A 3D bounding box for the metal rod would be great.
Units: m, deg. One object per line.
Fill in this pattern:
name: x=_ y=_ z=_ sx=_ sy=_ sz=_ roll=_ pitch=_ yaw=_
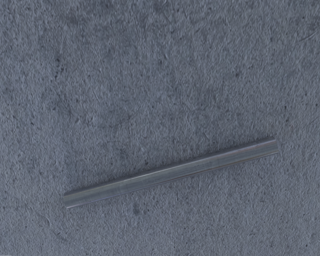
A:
metal rod: x=0.011 y=0.063 z=0.433 sx=0.301 sy=0.025 sz=0.025 roll=-16 pitch=109 yaw=5
